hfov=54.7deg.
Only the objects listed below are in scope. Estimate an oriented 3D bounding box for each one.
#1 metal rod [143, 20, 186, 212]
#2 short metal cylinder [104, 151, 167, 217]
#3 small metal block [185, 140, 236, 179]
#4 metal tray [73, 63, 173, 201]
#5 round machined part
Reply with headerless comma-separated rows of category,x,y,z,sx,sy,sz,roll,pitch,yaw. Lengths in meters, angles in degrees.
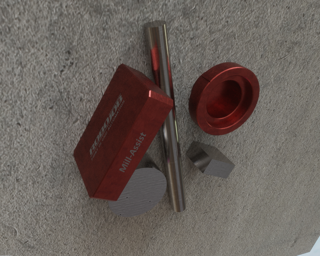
metal rod,0.013,0.007,0.422,0.025,0.025,0.298,-21,127,-17
short metal cylinder,-0.038,0.072,0.417,0.081,0.050,0.079,-14,125,-21
small metal block,0.074,0.047,0.460,0.050,0.050,0.025,18,109,-36
metal tray,-0.047,0.003,0.344,0.030,0.090,0.129,20,108,-36
round machined part,0.081,-0.042,0.417,0.099,0.042,0.097,-14,125,-21
